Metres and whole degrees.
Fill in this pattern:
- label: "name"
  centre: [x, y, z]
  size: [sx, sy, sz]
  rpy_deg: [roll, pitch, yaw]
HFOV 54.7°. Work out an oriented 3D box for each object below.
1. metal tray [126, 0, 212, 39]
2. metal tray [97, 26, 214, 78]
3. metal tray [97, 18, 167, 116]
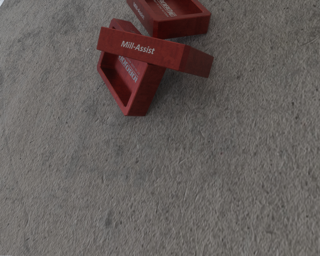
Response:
- label: "metal tray"
  centre: [0.010, -0.188, 0.483]
  size: [0.091, 0.030, 0.130]
  rpy_deg: [-13, 49, -18]
- label: "metal tray"
  centre: [-0.005, -0.099, 0.409]
  size: [0.130, 0.090, 0.030]
  rpy_deg: [20, 102, 26]
- label: "metal tray"
  centre: [-0.046, -0.089, 0.448]
  size: [0.130, 0.030, 0.089]
  rpy_deg: [55, 132, 39]
